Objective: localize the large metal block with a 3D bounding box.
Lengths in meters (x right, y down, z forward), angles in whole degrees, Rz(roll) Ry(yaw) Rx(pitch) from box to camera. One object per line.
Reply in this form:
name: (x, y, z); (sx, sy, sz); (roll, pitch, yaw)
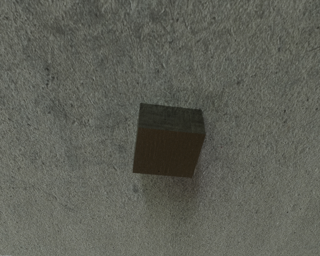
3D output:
large metal block: (0.009, 0.017, 0.407); (0.081, 0.050, 0.079); (6, 130, -6)
